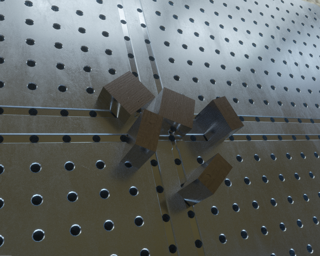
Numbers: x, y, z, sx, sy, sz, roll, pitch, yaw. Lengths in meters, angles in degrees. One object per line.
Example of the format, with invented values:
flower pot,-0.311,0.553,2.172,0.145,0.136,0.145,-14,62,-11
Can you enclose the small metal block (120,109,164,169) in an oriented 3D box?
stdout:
small metal block,-0.022,0.014,0.372,0.025,0.050,0.050,23,53,-15

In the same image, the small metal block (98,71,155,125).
small metal block,-0.044,-0.041,0.409,0.050,0.025,0.050,46,51,4

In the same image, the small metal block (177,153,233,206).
small metal block,0.055,0.064,0.382,0.025,0.050,0.050,45,51,3

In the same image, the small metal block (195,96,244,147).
small metal block,0.083,-0.009,0.442,0.025,0.050,0.050,-18,72,-35

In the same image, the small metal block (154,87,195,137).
small metal block,0.019,-0.022,0.432,0.050,0.025,0.050,21,54,-16
